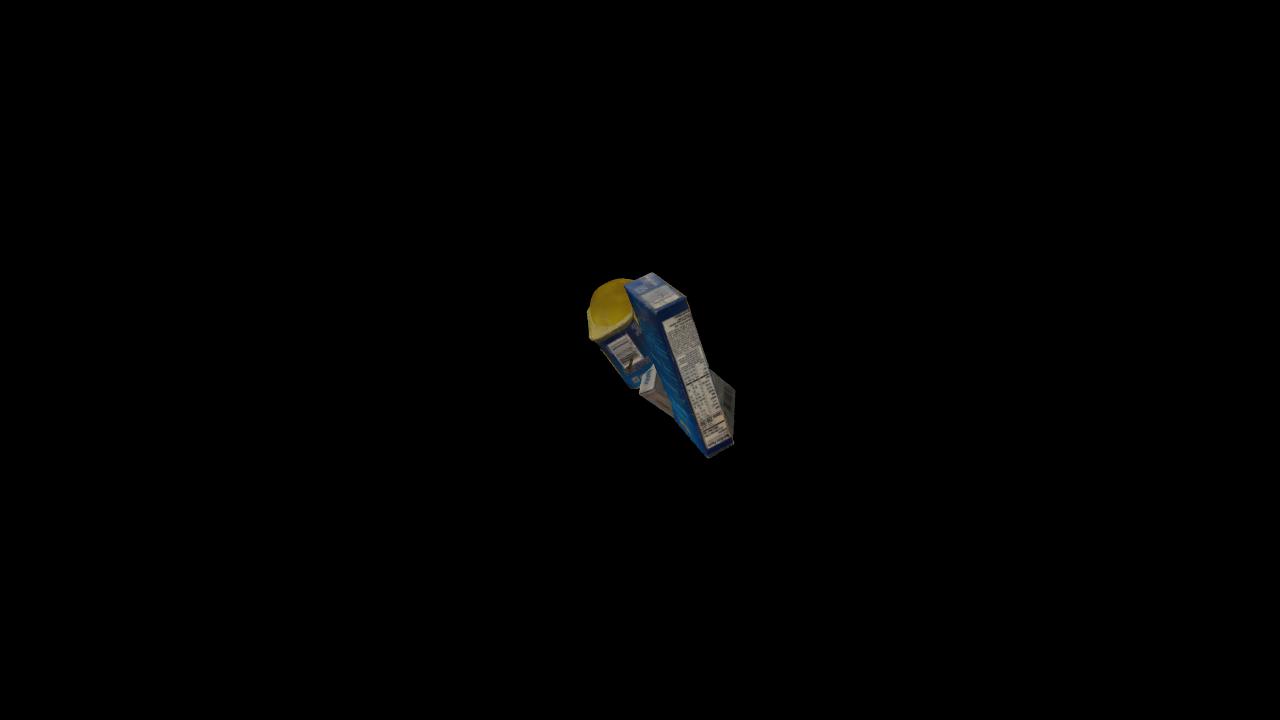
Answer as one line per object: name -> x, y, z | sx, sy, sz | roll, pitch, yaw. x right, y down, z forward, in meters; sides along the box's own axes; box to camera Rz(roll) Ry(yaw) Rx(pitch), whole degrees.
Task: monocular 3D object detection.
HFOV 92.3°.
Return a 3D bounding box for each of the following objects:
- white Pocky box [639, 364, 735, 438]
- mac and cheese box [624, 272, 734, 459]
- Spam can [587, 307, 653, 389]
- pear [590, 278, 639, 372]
white Pocky box -> 0.063, 0.039, 0.747 | 0.028, 0.084, 0.154 | -19, -42, 38
mac and cheese box -> 0.042, 0.006, 0.651 | 0.041, 0.184, 0.093 | -27, 29, -10
Spam can -> -0.015, -0.026, 0.728 | 0.058, 0.085, 0.101 | -29, 29, 10
pear -> -0.012, -0.038, 0.710 | 0.080, 0.111, 0.080 | -16, -20, -6
